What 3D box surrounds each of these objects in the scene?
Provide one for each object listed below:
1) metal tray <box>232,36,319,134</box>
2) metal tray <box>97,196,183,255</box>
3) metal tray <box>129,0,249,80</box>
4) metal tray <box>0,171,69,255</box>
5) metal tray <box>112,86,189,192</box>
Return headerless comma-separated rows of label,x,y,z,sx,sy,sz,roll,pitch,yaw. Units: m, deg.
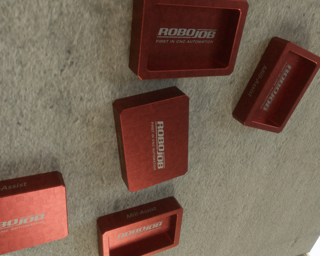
metal tray,0.176,-0.060,0.465,0.091,0.030,0.129,11,113,-33
metal tray,-0.031,0.166,0.491,0.131,0.030,0.089,-11,123,-23
metal tray,0.033,-0.106,0.357,0.131,0.030,0.089,-7,122,-25
metal tray,-0.181,0.107,0.371,0.131,0.030,0.089,-8,122,-25
metal tray,-0.009,0.017,0.411,0.091,0.030,0.129,-16,125,-20
